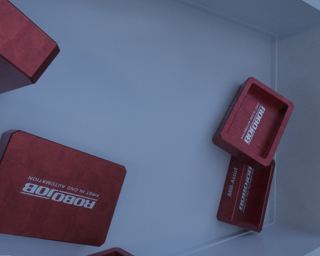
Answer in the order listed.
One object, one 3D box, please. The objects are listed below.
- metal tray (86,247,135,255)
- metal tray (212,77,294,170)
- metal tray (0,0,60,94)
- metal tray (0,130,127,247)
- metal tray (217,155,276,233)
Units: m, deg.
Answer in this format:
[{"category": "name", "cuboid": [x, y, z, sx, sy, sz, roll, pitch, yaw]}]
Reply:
[{"category": "metal tray", "cuboid": [-0.044, 0.161, 0.301, 0.091, 0.130, 0.030, -1, 91, -40]}, {"category": "metal tray", "cuboid": [0.153, -0.009, 0.503, 0.090, 0.030, 0.130, 33, 66, -1]}, {"category": "metal tray", "cuboid": [-0.139, -0.065, 0.221, 0.090, 0.130, 0.030, 42, 65, -32]}, {"category": "metal tray", "cuboid": [-0.105, 0.064, 0.316, 0.131, 0.030, 0.090, 26, 74, -37]}, {"category": "metal tray", "cuboid": [0.150, 0.103, 0.528, 0.090, 0.030, 0.130, 27, 73, -37]}]
